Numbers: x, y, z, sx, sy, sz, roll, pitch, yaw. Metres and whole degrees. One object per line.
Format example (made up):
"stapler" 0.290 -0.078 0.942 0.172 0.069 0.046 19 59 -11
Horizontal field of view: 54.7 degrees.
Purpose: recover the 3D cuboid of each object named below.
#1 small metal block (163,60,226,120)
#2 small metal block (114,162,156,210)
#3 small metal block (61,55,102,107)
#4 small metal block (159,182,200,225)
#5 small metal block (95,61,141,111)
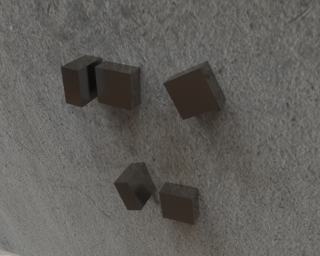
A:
"small metal block" 0.040 -0.043 0.358 0.050 0.025 0.050 -18 109 35
"small metal block" -0.036 0.086 0.461 0.025 0.050 0.050 -9 114 32
"small metal block" -0.099 -0.062 0.403 0.025 0.050 0.050 15 125 19
"small metal block" 0.030 0.111 0.459 0.050 0.025 0.050 6 121 24
"small metal block" -0.053 -0.055 0.399 0.050 0.025 0.050 14 124 19
